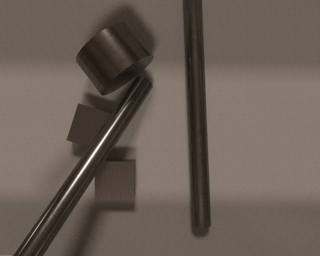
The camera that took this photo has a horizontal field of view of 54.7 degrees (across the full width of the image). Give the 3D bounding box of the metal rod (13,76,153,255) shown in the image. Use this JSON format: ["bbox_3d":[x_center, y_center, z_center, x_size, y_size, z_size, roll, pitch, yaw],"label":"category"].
[{"bbox_3d":[-0.091,0.058,0.352,0.025,0.025,0.300,31,66,0],"label":"metal rod"}]

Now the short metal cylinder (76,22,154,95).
[{"bbox_3d":[-0.055,-0.084,0.383,0.080,0.080,0.050,-37,90,0],"label":"short metal cylinder"}]

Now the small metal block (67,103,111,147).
[{"bbox_3d":[-0.089,-0.001,0.410,0.050,0.025,0.050,17,90,-1],"label":"small metal block"}]

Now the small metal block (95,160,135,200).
[{"bbox_3d":[-0.059,0.068,0.411,0.050,0.025,0.050,0,90,-1],"label":"small metal block"}]

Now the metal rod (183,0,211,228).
[{"bbox_3d":[0.049,-0.020,0.412,0.025,0.025,0.298,-2,90,-1],"label":"metal rod"}]
